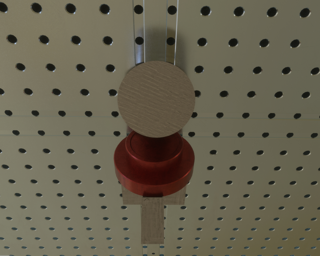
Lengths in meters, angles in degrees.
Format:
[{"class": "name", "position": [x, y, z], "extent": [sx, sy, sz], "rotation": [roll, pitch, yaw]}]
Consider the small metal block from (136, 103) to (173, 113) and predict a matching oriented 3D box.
[{"class": "small metal block", "position": [-0.007, -0.017, 0.396], "extent": [0.050, 0.025, 0.050], "rotation": [0, 130, -1]}]

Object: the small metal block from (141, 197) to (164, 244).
[{"class": "small metal block", "position": [-0.009, 0.107, 0.367], "extent": [0.025, 0.050, 0.050], "rotation": [1, 168, -2]}]

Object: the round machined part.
[{"class": "round machined part", "position": [-0.007, 0.032, 0.377], "extent": [0.099, 0.098, 0.042], "rotation": [1, 130, -1]}]

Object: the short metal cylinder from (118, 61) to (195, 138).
[{"class": "short metal cylinder", "position": [-0.004, -0.033, 0.345], "extent": [0.081, 0.050, 0.079], "rotation": [0, 100, -1]}]

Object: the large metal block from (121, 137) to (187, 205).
[{"class": "large metal block", "position": [-0.008, 0.056, 0.422], "extent": [0.081, 0.080, 0.050], "rotation": [1, 130, -1]}]
